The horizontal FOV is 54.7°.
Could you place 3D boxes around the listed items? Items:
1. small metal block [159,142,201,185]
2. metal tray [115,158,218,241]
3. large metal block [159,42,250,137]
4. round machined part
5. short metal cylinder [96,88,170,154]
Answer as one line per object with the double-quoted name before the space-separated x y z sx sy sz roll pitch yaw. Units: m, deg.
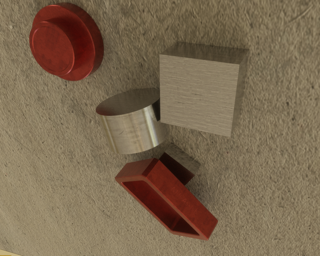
"small metal block" 0.020 0.056 0.430 0.050 0.025 0.050 38 129 2
"metal tray" 0.007 0.100 0.430 0.130 0.030 0.090 47 149 -15
"large metal block" 0.047 -0.044 0.338 0.080 0.050 0.079 12 124 21
"round machined part" -0.125 -0.105 0.395 0.098 0.042 0.097 13 124 20
"short metal cylinder" -0.032 -0.011 0.380 0.080 0.080 0.050 0 119 28
